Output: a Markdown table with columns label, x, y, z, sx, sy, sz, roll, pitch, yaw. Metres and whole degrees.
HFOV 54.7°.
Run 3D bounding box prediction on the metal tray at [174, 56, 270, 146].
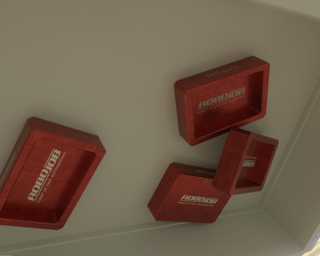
| label | x | y | z | sx | sy | sz | roll | pitch | yaw |
| --- | --- | --- | --- | --- | --- | --- | --- | --- | --- |
| metal tray | 0.088 | -0.038 | 0.429 | 0.131 | 0.030 | 0.089 | -20 | 126 | -16 |

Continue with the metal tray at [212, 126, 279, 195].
| label | x | y | z | sx | sy | sz | roll | pitch | yaw |
| --- | --- | --- | --- | --- | --- | --- | --- | --- | --- |
| metal tray | 0.133 | 0.051 | 0.469 | 0.131 | 0.030 | 0.089 | 11 | 98 | -53 |

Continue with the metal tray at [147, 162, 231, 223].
| label | x | y | z | sx | sy | sz | roll | pitch | yaw |
| --- | --- | --- | --- | --- | --- | --- | --- | --- | --- |
| metal tray | 0.056 | 0.109 | 0.503 | 0.131 | 0.030 | 0.089 | 15 | 111 | -34 |

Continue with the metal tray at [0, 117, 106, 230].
| label | x | y | z | sx | sy | sz | roll | pitch | yaw |
| --- | --- | --- | --- | --- | --- | --- | --- | --- | --- |
| metal tray | -0.135 | 0.059 | 0.368 | 0.091 | 0.030 | 0.129 | 21 | 107 | -36 |
